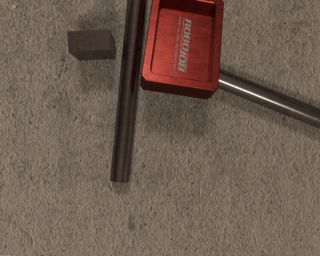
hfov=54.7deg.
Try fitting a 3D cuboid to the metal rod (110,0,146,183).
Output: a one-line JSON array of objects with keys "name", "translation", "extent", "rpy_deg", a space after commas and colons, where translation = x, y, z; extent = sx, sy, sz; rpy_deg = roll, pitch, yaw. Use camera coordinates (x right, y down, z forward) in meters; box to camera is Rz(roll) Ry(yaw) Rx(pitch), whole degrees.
[{"name": "metal rod", "translation": [-0.039, -0.079, 0.409], "extent": [0.025, 0.025, 0.298], "rpy_deg": [6, 90, -1]}]

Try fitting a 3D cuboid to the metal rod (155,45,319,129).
[{"name": "metal rod", "translation": [0.136, -0.043, 0.411], "extent": [0.301, 0.025, 0.025], "rpy_deg": [22, 90, -1]}]

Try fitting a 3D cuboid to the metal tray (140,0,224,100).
[{"name": "metal tray", "translation": [0.028, -0.106, 0.386], "extent": [0.091, 0.030, 0.130], "rpy_deg": [8, 73, -5]}]

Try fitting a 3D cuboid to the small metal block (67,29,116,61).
[{"name": "small metal block", "translation": [-0.085, -0.105, 0.396], "extent": [0.050, 0.050, 0.025], "rpy_deg": [-3, 90, -1]}]
